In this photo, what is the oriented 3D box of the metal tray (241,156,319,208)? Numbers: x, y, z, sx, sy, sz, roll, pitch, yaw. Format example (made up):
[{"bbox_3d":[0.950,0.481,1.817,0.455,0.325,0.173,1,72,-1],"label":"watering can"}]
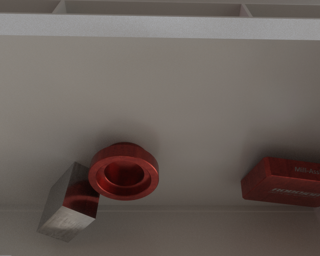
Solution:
[{"bbox_3d":[0.201,0.084,0.466,0.131,0.030,0.089,8,145,-7],"label":"metal tray"}]

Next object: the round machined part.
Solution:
[{"bbox_3d":[-0.051,0.059,0.447,0.099,0.042,0.097,-1,130,0],"label":"round machined part"}]

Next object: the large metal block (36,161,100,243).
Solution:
[{"bbox_3d":[-0.133,0.112,0.466,0.050,0.080,0.080,31,123,-24],"label":"large metal block"}]
